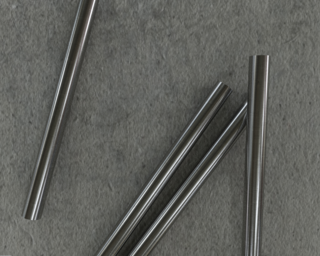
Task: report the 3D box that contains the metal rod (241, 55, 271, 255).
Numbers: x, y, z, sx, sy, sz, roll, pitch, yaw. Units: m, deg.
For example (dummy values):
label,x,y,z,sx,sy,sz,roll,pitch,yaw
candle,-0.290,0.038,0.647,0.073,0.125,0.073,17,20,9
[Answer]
label,x,y,z,sx,sy,sz,roll,pitch,yaw
metal rod,0.121,0.061,0.395,0.025,0.025,0.298,0,97,-1

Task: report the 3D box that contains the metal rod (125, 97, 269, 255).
label,x,y,z,sx,sy,sz,roll,pitch,yaw
metal rod,0.043,0.073,0.410,0.025,0.025,0.300,37,90,-1

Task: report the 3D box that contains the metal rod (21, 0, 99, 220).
label,x,y,z,sx,sy,sz,roll,pitch,yaw
metal rod,-0.131,-0.028,0.408,0.025,0.025,0.298,15,90,-1

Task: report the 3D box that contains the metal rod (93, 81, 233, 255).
label,x,y,z,sx,sy,sz,roll,pitch,yaw
metal rod,-0.001,0.067,0.410,0.025,0.025,0.299,35,90,-1
